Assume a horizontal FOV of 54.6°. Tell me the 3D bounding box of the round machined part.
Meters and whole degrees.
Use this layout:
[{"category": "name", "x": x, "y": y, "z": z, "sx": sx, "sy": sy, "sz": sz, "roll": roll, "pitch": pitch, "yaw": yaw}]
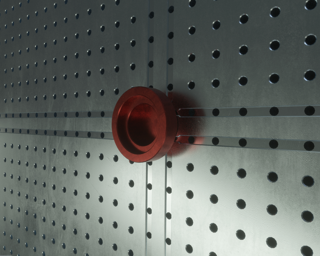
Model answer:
[{"category": "round machined part", "x": -0.016, "y": -0.004, "z": 0.412, "sx": 0.098, "sy": 0.042, "sz": 0.097, "roll": 0, "pitch": 90, "yaw": 40}]
